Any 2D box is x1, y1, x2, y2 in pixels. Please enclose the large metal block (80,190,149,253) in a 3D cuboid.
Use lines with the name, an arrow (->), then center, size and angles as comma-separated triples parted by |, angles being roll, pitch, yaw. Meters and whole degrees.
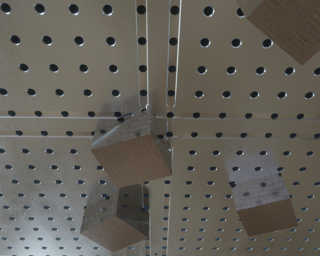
large metal block -> -0.075, 0.162, 0.532 | 0.080, 0.050, 0.080 | -30, 124, 23

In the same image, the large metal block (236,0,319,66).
large metal block -> 0.134, -0.121, 0.293 | 0.080, 0.050, 0.080 | 30, 124, -23

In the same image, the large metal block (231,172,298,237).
large metal block -> 0.169, 0.126, 0.503 | 0.080, 0.050, 0.080 | -18, 128, 15

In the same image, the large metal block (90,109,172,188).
large metal block -> -0.035, 0.030, 0.420 | 0.080, 0.050, 0.080 | -16, 129, 13
